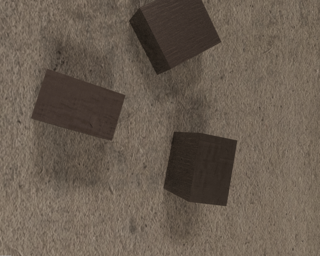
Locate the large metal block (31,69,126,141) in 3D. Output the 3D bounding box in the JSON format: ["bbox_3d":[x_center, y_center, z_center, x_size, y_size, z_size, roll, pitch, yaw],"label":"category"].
[{"bbox_3d":[-0.093,-0.022,0.346,0.081,0.080,0.050,17,84,-20],"label":"large metal block"}]

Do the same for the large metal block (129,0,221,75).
[{"bbox_3d":[0.019,-0.126,0.404,0.080,0.050,0.080,-31,101,-18],"label":"large metal block"}]

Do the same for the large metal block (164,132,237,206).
[{"bbox_3d":[0.049,0.049,0.399,0.050,0.080,0.080,12,86,-20],"label":"large metal block"}]
